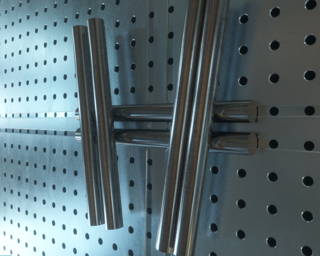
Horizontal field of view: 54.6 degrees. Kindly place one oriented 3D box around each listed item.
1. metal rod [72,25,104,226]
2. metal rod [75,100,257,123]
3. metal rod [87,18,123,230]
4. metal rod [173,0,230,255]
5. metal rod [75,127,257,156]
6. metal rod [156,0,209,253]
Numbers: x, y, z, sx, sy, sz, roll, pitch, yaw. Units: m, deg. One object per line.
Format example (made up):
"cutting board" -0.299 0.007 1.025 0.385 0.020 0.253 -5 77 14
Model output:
"metal rod" -0.108 -0.007 0.468 0.025 0.025 0.299 -10 83 39
"metal rod" -0.017 -0.021 0.425 0.300 0.025 0.025 1 91 40
"metal rod" -0.079 -0.009 0.444 0.025 0.025 0.299 -10 84 39
"metal rod" 0.045 -0.004 0.341 0.025 0.025 0.298 12 98 39
"metal rod" -0.017 0.014 0.425 0.300 0.025 0.025 1 91 40
"metal rod" 0.025 -0.003 0.358 0.025 0.025 0.298 12 98 39
